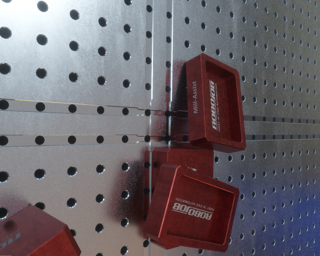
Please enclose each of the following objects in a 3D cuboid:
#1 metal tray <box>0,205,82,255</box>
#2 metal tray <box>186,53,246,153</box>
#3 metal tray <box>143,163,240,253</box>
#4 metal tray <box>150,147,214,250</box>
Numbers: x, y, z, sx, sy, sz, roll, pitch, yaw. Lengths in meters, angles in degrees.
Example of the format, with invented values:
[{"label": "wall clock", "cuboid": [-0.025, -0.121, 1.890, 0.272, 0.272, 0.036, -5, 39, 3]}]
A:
[{"label": "metal tray", "cuboid": [-0.141, 0.119, 0.248, 0.131, 0.090, 0.030, -33, 111, -35]}, {"label": "metal tray", "cuboid": [0.082, -0.034, 0.453, 0.091, 0.030, 0.130, 14, 67, -39]}, {"label": "metal tray", "cuboid": [0.047, 0.106, 0.403, 0.131, 0.030, 0.090, 25, 74, -37]}, {"label": "metal tray", "cuboid": [0.033, 0.092, 0.432, 0.091, 0.030, 0.129, 3, 88, -40]}]
